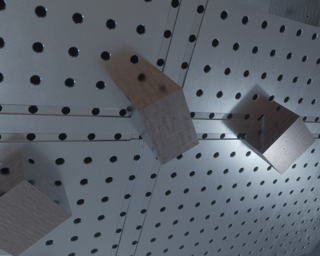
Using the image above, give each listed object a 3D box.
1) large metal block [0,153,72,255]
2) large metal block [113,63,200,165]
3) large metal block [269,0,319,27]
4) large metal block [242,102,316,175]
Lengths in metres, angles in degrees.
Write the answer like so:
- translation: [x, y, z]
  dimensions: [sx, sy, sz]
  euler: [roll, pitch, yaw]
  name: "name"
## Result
- translation: [-0.164, 0.090, 0.361]
  dimensions: [0.080, 0.050, 0.080]
  euler: [-37, 129, -4]
  name: "large metal block"
- translation: [-0.004, -0.018, 0.361]
  dimensions: [0.050, 0.080, 0.080]
  euler: [-29, 128, -10]
  name: "large metal block"
- translation: [0.181, -0.173, 0.367]
  dimensions: [0.050, 0.080, 0.080]
  euler: [-17, 125, -19]
  name: "large metal block"
- translation: [0.198, 0.019, 0.513]
  dimensions: [0.080, 0.050, 0.080]
  euler: [-47, 129, 5]
  name: "large metal block"
